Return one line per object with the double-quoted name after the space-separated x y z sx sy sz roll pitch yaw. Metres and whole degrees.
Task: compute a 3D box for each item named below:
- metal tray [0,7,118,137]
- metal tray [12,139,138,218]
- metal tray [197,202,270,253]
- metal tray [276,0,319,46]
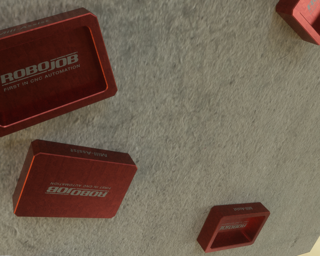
-0.117 -0.055 0.306 0.131 0.030 0.089 -23 127 -15 "metal tray"
-0.104 0.069 0.390 0.131 0.030 0.089 13 112 -34 "metal tray"
0.145 0.192 0.604 0.131 0.030 0.089 5 116 -31 "metal tray"
0.224 -0.189 0.411 0.090 0.030 0.129 24 105 -37 "metal tray"
